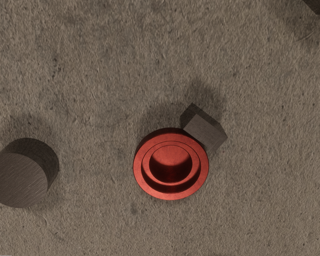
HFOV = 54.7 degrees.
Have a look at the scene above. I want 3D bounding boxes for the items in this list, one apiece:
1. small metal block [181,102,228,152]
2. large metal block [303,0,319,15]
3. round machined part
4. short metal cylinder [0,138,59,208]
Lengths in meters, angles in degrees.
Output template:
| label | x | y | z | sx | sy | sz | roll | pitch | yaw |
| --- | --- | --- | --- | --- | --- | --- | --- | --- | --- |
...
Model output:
| label | x | y | z | sx | sy | sz | roll | pitch | yaw |
| --- | --- | --- | --- | --- | --- | --- | --- | --- | --- |
| small metal block | 0.055 | -0.002 | 0.397 | 0.050 | 0.050 | 0.025 | 36 | 106 | -13 |
| large metal block | 0.185 | -0.181 | 0.332 | 0.080 | 0.050 | 0.080 | 38 | 105 | -13 |
| round machined part | 0.014 | 0.044 | 0.417 | 0.099 | 0.042 | 0.097 | 0 | 110 | -1 |
| short metal cylinder | -0.183 | 0.059 | 0.416 | 0.081 | 0.050 | 0.079 | 0 | 110 | -1 |
